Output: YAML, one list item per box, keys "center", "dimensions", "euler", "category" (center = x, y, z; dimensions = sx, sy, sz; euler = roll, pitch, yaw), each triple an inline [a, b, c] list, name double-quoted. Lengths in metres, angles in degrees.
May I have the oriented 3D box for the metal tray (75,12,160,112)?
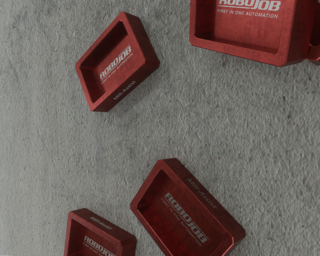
- center: [-0.068, -0.093, 0.457]
  dimensions: [0.130, 0.030, 0.090]
  euler: [-35, 68, 34]
  category: "metal tray"

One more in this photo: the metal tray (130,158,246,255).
- center: [0.027, 0.111, 0.379]
  dimensions: [0.130, 0.030, 0.089]
  euler: [45, 117, 30]
  category: "metal tray"

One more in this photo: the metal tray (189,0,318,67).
- center: [0.081, -0.117, 0.297]
  dimensions: [0.130, 0.030, 0.089]
  euler: [33, 131, 49]
  category: "metal tray"

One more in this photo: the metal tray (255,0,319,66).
- center: [0.141, -0.134, 0.285]
  dimensions: [0.090, 0.030, 0.130]
  euler: [-44, 64, 31]
  category: "metal tray"

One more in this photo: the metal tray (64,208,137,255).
- center: [-0.097, 0.190, 0.481]
  dimensions: [0.130, 0.030, 0.089]
  euler: [13, 99, 39]
  category: "metal tray"
